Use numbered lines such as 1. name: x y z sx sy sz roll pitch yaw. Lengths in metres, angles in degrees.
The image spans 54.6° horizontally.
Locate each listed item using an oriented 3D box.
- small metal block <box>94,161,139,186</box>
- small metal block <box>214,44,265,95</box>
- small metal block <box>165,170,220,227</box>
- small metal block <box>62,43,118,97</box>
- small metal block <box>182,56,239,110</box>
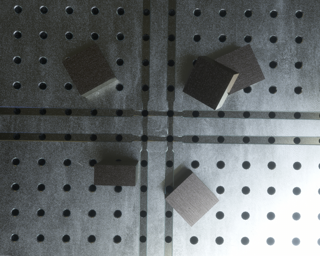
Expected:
1. small metal block: -0.055 0.057 0.401 0.050 0.050 0.025 2 90 0
2. small metal block: 0.104 -0.076 0.414 0.050 0.025 0.050 -24 90 0
3. small metal block: 0.042 0.093 0.414 0.050 0.025 0.050 -43 90 0
4. small metal block: -0.093 -0.076 0.413 0.050 0.025 0.050 -29 90 0
5. small metal block: 0.065 -0.058 0.397 0.050 0.025 0.050 33 116 18
